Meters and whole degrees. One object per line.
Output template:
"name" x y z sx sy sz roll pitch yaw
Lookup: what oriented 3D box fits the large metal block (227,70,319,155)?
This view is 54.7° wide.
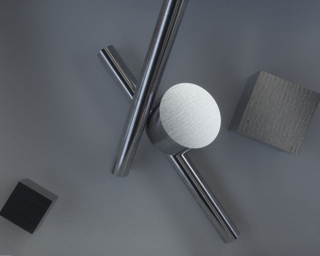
"large metal block" 0.145 -0.019 0.401 0.080 0.050 0.080 22 90 -1

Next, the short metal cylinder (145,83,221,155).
"short metal cylinder" 0.027 -0.009 0.384 0.081 0.050 0.080 7 73 -22

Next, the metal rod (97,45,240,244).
"metal rod" 0.012 0.022 0.411 0.025 0.025 0.299 -34 90 0

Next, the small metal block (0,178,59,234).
"small metal block" -0.172 0.102 0.409 0.050 0.025 0.050 31 90 -1

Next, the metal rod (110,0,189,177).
"metal rod" -0.007 -0.068 0.349 0.025 0.025 0.298 20 115 -1
